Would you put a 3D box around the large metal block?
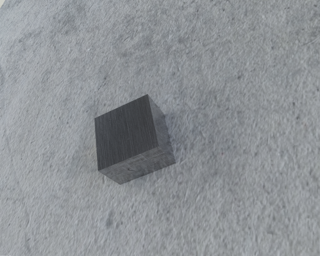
[{"bbox_3d":[-0.034,0.016,0.397,0.080,0.050,0.080,-23,53,14],"label":"large metal block"}]
